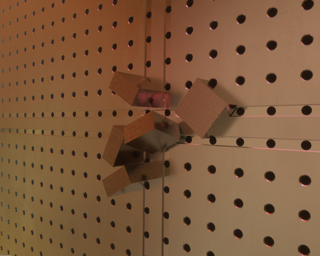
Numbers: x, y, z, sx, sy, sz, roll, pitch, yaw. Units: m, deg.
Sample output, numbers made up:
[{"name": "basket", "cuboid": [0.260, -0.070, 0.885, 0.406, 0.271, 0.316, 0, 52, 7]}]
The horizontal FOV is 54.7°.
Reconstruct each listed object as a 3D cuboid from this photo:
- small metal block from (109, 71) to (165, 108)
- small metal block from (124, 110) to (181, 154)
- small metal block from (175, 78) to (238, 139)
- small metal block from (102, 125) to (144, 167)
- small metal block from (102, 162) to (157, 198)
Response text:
[{"name": "small metal block", "cuboid": [-0.031, -0.051, 0.417, 0.050, 0.050, 0.025, 39, 114, 33]}, {"name": "small metal block", "cuboid": [-0.010, 0.007, 0.394, 0.050, 0.050, 0.025, -28, 54, 32]}, {"name": "small metal block", "cuboid": [0.053, -0.023, 0.364, 0.050, 0.025, 0.050, 47, 118, 29]}, {"name": "small metal block", "cuboid": [-0.046, 0.024, 0.429, 0.025, 0.050, 0.050, 34, 111, 34]}, {"name": "small metal block", "cuboid": [-0.042, 0.071, 0.425, 0.050, 0.050, 0.025, -35, 69, 34]}]
